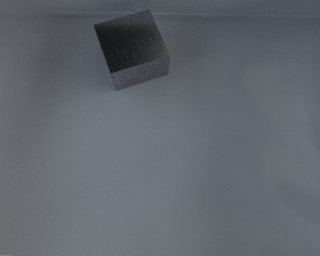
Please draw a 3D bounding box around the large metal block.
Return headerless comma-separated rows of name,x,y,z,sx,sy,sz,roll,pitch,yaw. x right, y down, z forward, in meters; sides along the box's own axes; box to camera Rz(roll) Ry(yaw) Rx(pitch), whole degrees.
large metal block,-0.039,-0.109,0.436,0.081,0.050,0.080,-19,71,-7
